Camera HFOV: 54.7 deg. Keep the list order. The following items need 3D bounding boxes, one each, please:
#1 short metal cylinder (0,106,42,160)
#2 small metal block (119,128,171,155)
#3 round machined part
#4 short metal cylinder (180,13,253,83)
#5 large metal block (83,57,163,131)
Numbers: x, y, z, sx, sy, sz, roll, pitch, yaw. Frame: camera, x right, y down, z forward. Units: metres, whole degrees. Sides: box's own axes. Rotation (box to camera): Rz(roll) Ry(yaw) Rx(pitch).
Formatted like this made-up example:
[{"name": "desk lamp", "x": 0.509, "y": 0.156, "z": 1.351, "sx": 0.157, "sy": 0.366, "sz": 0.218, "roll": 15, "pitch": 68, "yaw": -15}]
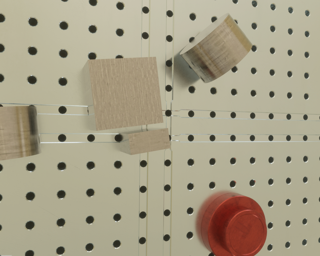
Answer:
[{"name": "short metal cylinder", "x": -0.168, "y": 0.006, "z": 0.321, "sx": 0.081, "sy": 0.080, "sz": 0.050, "roll": -6, "pitch": 92, "yaw": -20}, {"name": "small metal block", "x": -0.021, "y": 0.016, "z": 0.392, "sx": 0.050, "sy": 0.050, "sz": 0.025, "roll": -9, "pitch": 93, "yaw": -20}, {"name": "round machined part", "x": 0.113, "y": 0.146, "z": 0.446, "sx": 0.099, "sy": 0.042, "sz": 0.097, "roll": 0, "pitch": 90, "yaw": -20}, {"name": "short metal cylinder", "x": 0.073, "y": -0.105, "z": 0.410, "sx": 0.080, "sy": 0.080, "sz": 0.050, "roll": -46, "pitch": 105, "yaw": -14}, {"name": "large metal block", "x": -0.046, "y": -0.041, "z": 0.382, "sx": 0.081, "sy": 0.050, "sz": 0.079, "roll": -7, "pitch": 93, "yaw": -20}]
